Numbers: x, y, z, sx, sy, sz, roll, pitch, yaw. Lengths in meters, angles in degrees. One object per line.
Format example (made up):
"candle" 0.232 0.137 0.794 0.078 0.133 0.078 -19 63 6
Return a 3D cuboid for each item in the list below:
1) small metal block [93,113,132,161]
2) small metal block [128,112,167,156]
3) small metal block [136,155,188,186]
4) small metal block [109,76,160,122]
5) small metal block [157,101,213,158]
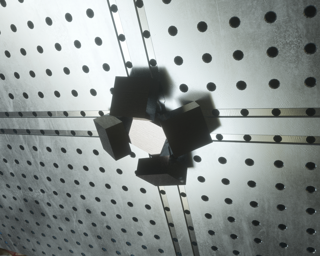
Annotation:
"small metal block" -0.067 0.012 0.437 0.050 0.025 0.050 29 138 56
"small metal block" -0.012 0.006 0.419 0.050 0.025 0.050 28 128 10
"small metal block" 0.003 0.061 0.430 0.050 0.025 0.050 -9 150 32
"small metal block" -0.032 -0.037 0.388 0.050 0.025 0.050 6 85 25
"small metal block" 0.031 0.002 0.380 0.050 0.025 0.050 -23 110 -1
